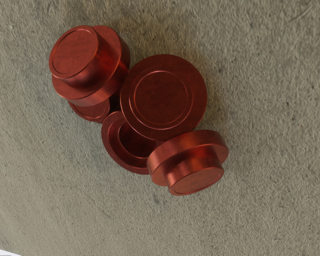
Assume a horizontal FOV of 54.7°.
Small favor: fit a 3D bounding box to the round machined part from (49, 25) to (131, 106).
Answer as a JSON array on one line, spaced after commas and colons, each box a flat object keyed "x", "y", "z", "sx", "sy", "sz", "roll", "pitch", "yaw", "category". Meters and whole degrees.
[{"x": -0.087, "y": -0.078, "z": 0.356, "sx": 0.098, "sy": 0.098, "sz": 0.042, "roll": 1, "pitch": 160, "yaw": 27, "category": "round machined part"}]

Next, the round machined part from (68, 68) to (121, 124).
[{"x": -0.086, "y": -0.047, "z": 0.413, "sx": 0.098, "sy": 0.042, "sz": 0.097, "roll": 13, "pitch": 124, "yaw": 20, "category": "round machined part"}]

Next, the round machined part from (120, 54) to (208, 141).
[{"x": 0.003, "y": -0.034, "z": 0.345, "sx": 0.099, "sy": 0.042, "sz": 0.097, "roll": 1, "pitch": 95, "yaw": 7, "category": "round machined part"}]

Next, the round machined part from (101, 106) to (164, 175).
[{"x": -0.026, "y": 0.011, "z": 0.416, "sx": 0.098, "sy": 0.042, "sz": 0.097, "roll": 13, "pitch": 124, "yaw": 20, "category": "round machined part"}]

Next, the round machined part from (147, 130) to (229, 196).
[{"x": 0.037, "y": 0.047, "z": 0.370, "sx": 0.097, "sy": 0.099, "sz": 0.042, "roll": -50, "pitch": 48, "yaw": 39, "category": "round machined part"}]
